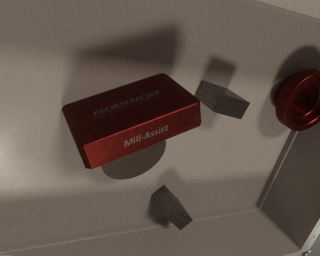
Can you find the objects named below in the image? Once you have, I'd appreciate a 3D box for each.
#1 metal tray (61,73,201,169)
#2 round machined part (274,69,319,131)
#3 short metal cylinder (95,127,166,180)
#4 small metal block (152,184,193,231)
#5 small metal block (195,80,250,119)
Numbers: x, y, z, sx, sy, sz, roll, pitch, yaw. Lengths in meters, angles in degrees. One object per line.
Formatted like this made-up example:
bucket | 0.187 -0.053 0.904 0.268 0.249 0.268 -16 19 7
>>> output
metal tray | -0.032 -0.014 0.341 0.131 0.090 0.030 -21 127 -16
round machined part | 0.223 -0.047 0.491 0.099 0.042 0.097 -11 122 -19
short metal cylinder | -0.040 0.016 0.373 0.081 0.050 0.079 -19 136 -19
small metal block | 0.019 0.123 0.481 0.025 0.050 0.050 -39 130 -2
small metal block | 0.083 -0.038 0.416 0.050 0.050 0.025 11 113 -34
